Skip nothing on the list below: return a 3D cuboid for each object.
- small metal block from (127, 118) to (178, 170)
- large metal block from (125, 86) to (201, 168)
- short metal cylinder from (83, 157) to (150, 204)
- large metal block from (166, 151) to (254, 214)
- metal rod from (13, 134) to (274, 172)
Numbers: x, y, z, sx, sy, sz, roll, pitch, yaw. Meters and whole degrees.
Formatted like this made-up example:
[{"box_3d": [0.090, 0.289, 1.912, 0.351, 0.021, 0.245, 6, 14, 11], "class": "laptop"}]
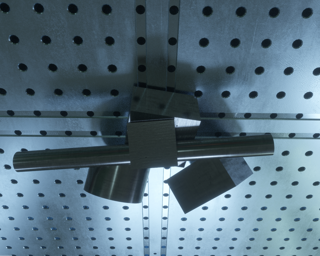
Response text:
[{"box_3d": [-0.007, 0.017, 0.340, 0.050, 0.025, 0.050, -4, 95, 3], "class": "small metal block"}, {"box_3d": [-0.001, 0.000, 0.390, 0.081, 0.050, 0.079, 8, 130, -7], "class": "large metal block"}, {"box_3d": [-0.057, 0.066, 0.418, 0.081, 0.080, 0.050, 15, 86, -13], "class": "short metal cylinder"}, {"box_3d": [0.069, 0.066, 0.419, 0.080, 0.050, 0.080, -37, 165, 27], "class": "large metal block"}, {"box_3d": [-0.022, 0.030, 0.367, 0.302, 0.025, 0.025, -4, 130, 3], "class": "metal rod"}]
